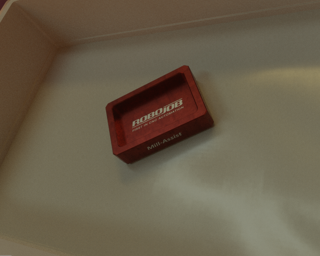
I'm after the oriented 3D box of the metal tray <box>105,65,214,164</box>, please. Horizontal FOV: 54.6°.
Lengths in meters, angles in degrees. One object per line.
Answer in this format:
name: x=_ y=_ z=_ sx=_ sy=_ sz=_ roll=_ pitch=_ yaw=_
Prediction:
metal tray: x=-0.005 y=-0.018 z=0.413 sx=0.130 sy=0.030 sz=0.090 roll=-25 pitch=53 yaw=12
